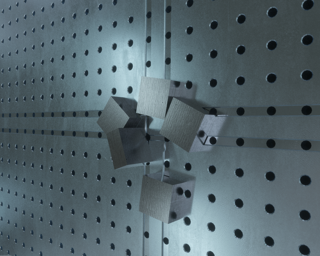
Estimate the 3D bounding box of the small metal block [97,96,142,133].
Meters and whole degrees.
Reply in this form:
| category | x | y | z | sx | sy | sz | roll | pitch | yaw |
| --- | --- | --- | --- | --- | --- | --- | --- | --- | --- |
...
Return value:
| category | x | y | z | sx | sy | sz | roll | pitch | yaw |
| --- | --- | --- | --- | --- | --- | --- | --- | --- | --- |
| small metal block | -0.061 | -0.011 | 0.457 | 0.050 | 0.025 | 0.050 | 48 | 118 | 29 |

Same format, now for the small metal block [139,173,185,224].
| category | x | y | z | sx | sy | sz | roll | pitch | yaw |
| --- | --- | --- | --- | --- | --- | --- | --- | --- | --- |
| small metal block | 0.002 | 0.091 | 0.406 | 0.050 | 0.025 | 0.050 | 11 | 97 | 39 |

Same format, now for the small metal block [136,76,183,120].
| category | x | y | z | sx | sy | sz | roll | pitch | yaw |
| --- | --- | --- | --- | --- | --- | --- | --- | --- | --- |
| small metal block | -0.001 | -0.040 | 0.409 | 0.050 | 0.025 | 0.050 | 15 | 99 | 38 |

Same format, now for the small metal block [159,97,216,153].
| category | x | y | z | sx | sy | sz | roll | pitch | yaw |
| --- | --- | --- | --- | --- | --- | --- | --- | --- | --- |
| small metal block | 0.033 | -0.004 | 0.381 | 0.050 | 0.025 | 0.050 | 33 | 110 | 34 |

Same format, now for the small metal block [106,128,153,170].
| category | x | y | z | sx | sy | sz | roll | pitch | yaw |
| --- | --- | --- | --- | --- | --- | --- | --- | --- | --- |
| small metal block | -0.041 | 0.027 | 0.425 | 0.025 | 0.050 | 0.050 | -24 | 75 | 37 |
